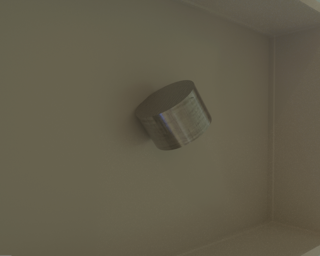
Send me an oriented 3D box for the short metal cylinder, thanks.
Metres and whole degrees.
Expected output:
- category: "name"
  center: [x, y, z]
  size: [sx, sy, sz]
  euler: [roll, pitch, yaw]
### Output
- category: "short metal cylinder"
  center: [0.017, -0.017, 0.387]
  size: [0.080, 0.080, 0.050]
  euler: [-46, 118, -30]
